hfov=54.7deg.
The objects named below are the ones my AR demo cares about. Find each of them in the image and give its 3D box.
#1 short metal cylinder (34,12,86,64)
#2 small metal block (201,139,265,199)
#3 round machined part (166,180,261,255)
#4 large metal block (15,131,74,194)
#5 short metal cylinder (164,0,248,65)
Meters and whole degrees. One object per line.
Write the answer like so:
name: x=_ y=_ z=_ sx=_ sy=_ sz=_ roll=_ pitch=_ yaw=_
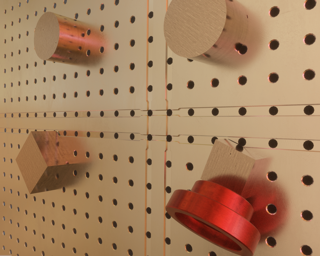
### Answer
short metal cylinder: x=-0.175 y=-0.154 z=0.538 sx=0.080 sy=0.050 sz=0.080 roll=0 pitch=90 yaw=40
small metal block: x=0.080 y=0.045 z=0.344 sx=0.050 sy=0.025 sz=0.050 roll=29 pitch=108 yaw=36
round machined part: x=0.058 y=0.091 z=0.327 sx=0.098 sy=0.098 sz=0.042 roll=13 pitch=61 yaw=39
large metal block: x=-0.215 y=0.062 z=0.571 sx=0.080 sy=0.050 sz=0.080 roll=-51 pitch=60 yaw=28
short metal cylinder: x=0.051 y=-0.116 z=0.351 sx=0.080 sy=0.050 sz=0.080 roll=0 pitch=90 yaw=40
